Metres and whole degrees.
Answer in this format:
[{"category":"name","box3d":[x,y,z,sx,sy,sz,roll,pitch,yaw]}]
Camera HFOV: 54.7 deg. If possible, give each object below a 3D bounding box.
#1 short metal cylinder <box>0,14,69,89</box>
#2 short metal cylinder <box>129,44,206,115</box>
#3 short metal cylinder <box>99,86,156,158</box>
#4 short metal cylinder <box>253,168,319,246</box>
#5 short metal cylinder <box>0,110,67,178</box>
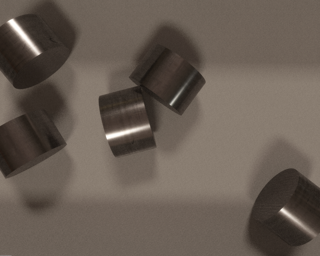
[{"category":"short metal cylinder","box3d":[-0.161,-0.093,0.382,0.080,0.080,0.050,-39,90,0]},{"category":"short metal cylinder","box3d":[0.009,-0.059,0.384,0.080,0.080,0.050,36,90,-1]},{"category":"short metal cylinder","box3d":[-0.039,-0.008,0.383,0.050,0.080,0.080,-15,90,0]},{"category":"short metal cylinder","box3d":[0.163,0.097,0.386,0.050,0.080,0.080,38,90,0]},{"category":"short metal cylinder","box3d":[-0.164,0.019,0.382,0.080,0.080,0.050,-31,90,0]}]
